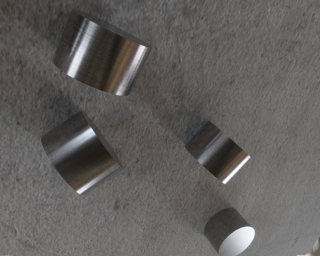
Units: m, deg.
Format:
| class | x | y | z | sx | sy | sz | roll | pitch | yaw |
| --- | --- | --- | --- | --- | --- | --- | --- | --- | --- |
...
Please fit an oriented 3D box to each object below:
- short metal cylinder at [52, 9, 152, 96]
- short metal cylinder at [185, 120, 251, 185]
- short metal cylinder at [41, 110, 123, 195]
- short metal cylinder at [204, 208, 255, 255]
| class | x | y | z | sx | sy | sz | roll | pitch | yaw |
| --- | --- | --- | --- | --- | --- | --- | --- | --- | --- |
| short metal cylinder | -0.054 | -0.072 | 0.298 | 0.081 | 0.080 | 0.050 | 16 | 110 | -35 |
| short metal cylinder | 0.082 | 0.034 | 0.439 | 0.050 | 0.080 | 0.080 | -48 | 129 | 5 |
| short metal cylinder | -0.084 | 0.027 | 0.343 | 0.050 | 0.080 | 0.080 | -35 | 129 | -6 |
| short metal cylinder | 0.131 | 0.200 | 0.589 | 0.081 | 0.050 | 0.079 | -14 | 125 | -21 |
